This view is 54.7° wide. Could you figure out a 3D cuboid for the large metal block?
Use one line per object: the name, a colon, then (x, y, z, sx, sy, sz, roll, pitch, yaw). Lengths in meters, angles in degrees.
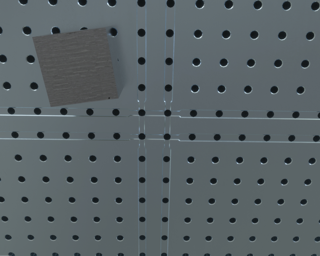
large metal block: (-0.093, -0.075, 0.371, 0.080, 0.050, 0.079, -7, 110, 2)
